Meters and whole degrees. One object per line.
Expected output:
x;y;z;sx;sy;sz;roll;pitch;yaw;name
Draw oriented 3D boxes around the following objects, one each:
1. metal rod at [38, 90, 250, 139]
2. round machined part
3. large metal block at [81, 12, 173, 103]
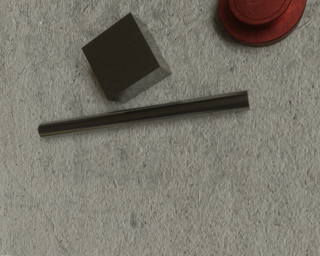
-0.035;-0.015;0.420;0.301;0.025;0.025;-8;88;19;metal rod
0.117;-0.147;0.359;0.098;0.042;0.097;0;90;19;round machined part
-0.043;-0.089;0.410;0.080;0.050;0.080;-30;80;17;large metal block
